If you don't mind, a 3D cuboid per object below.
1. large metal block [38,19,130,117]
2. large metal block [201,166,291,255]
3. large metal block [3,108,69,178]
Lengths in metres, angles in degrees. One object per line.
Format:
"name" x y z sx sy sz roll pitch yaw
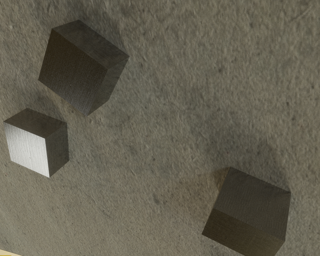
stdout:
"large metal block" -0.098 -0.076 0.394 0.080 0.050 0.080 37 129 3
"large metal block" 0.107 0.104 0.379 0.080 0.080 0.050 23 127 14
"large metal block" -0.200 0.023 0.508 0.080 0.050 0.079 20 126 16
